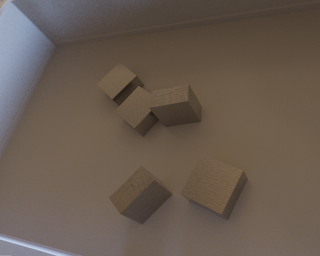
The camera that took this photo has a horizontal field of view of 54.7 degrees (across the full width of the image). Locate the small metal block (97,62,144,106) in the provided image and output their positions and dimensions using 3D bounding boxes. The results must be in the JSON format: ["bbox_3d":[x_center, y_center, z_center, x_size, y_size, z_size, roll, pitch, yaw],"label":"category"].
[{"bbox_3d":[-0.061,-0.066,0.477,0.050,0.025,0.050,-45,51,-4],"label":"small metal block"}]

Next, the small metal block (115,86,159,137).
[{"bbox_3d":[-0.027,-0.024,0.433,0.050,0.025,0.050,-47,51,-5],"label":"small metal block"}]

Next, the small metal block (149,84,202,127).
[{"bbox_3d":[0.021,-0.027,0.394,0.050,0.050,0.025,-9,58,23],"label":"small metal block"}]

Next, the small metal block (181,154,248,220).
[{"bbox_3d":[0.059,0.063,0.335,0.050,0.025,0.050,20,72,35],"label":"small metal block"}]

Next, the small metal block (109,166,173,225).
[{"bbox_3d":[-0.021,0.077,0.352,0.050,0.050,0.025,-45,51,-3],"label":"small metal block"}]
